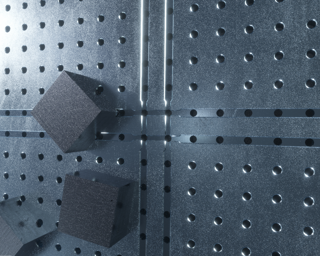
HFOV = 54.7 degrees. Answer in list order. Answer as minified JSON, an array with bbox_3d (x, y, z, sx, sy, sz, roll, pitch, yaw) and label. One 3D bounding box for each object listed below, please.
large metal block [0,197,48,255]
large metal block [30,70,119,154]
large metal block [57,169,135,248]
[{"bbox_3d":[-0.239,0.169,0.481,0.080,0.050,0.080,43,103,14],"label":"large metal block"},{"bbox_3d":[-0.121,-0.022,0.440,0.080,0.050,0.080,46,104,14],"label":"large metal block"},{"bbox_3d":[-0.087,0.107,0.429,0.080,0.050,0.079,10,94,19],"label":"large metal block"}]
